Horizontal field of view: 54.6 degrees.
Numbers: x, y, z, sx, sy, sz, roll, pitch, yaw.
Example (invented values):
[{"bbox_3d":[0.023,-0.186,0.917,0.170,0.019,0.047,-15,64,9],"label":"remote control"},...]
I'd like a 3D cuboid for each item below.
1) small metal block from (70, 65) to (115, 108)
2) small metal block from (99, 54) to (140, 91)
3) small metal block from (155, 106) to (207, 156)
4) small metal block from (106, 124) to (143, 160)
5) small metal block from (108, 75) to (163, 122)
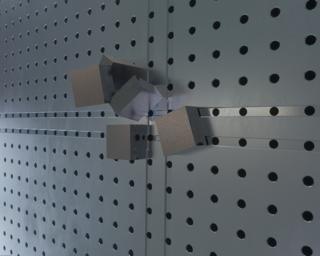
[{"bbox_3d":[-0.090,-0.056,0.419,0.050,0.025,0.050,-5,96,29],"label":"small metal block"},{"bbox_3d":[-0.065,-0.074,0.448,0.025,0.050,0.050,40,115,33],"label":"small metal block"},{"bbox_3d":[0.026,0.005,0.389,0.050,0.025,0.050,-22,76,38],"label":"small metal block"},{"bbox_3d":[-0.052,0.020,0.454,0.050,0.025,0.050,0,90,40],"label":"small metal block"},{"bbox_3d":[-0.032,-0.038,0.413,0.050,0.050,0.025,-42,65,16],"label":"small metal block"}]
